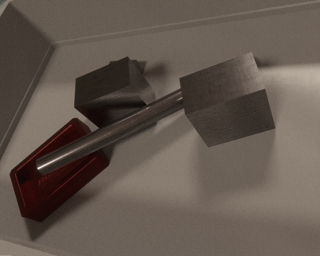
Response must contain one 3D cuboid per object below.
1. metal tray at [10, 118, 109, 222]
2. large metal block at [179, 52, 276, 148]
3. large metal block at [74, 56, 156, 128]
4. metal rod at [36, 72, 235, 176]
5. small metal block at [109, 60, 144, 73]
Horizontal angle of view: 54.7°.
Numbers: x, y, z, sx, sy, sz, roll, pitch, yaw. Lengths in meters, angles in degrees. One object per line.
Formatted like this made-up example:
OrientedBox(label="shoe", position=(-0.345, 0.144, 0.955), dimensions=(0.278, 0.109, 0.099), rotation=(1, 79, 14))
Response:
OrientedBox(label="metal tray", position=(-0.146, 0.057, 0.441), dimensions=(0.130, 0.030, 0.090), rotation=(-40, 51, 0))
OrientedBox(label="large metal block", position=(0.076, -0.027, 0.346), dimensions=(0.080, 0.080, 0.050), rotation=(-18, 55, 17))
OrientedBox(label="large metal block", position=(-0.058, -0.040, 0.424), dimensions=(0.080, 0.080, 0.050), rotation=(-19, 55, 17))
OrientedBox(label="metal rod", position=(-0.018, -0.015, 0.397), dimensions=(0.301, 0.025, 0.025), rotation=(-26, 52, 1))
OrientedBox(label="small metal block", position=(-0.060, -0.078, 0.483), dimensions=(0.050, 0.025, 0.050), rotation=(4, 64, 29))
